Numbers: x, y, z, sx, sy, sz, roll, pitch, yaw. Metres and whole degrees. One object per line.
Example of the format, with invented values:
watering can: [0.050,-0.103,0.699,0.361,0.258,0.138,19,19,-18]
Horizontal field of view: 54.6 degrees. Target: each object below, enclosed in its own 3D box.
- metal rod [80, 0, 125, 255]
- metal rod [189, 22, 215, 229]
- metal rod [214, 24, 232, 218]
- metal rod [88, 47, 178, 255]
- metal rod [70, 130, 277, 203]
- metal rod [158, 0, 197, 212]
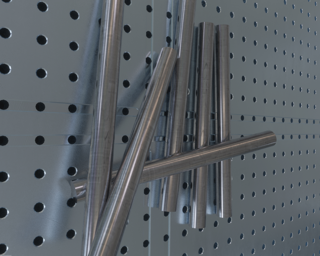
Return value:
metal rod: [-0.060,-0.013,0.334,0.025,0.025,0.299,12,75,-39]
metal rod: [0.062,-0.006,0.459,0.025,0.025,0.298,5,87,-40]
metal rod: [0.099,-0.010,0.490,0.025,0.025,0.298,-2,91,-40]
metal rod: [-0.024,0.022,0.340,0.025,0.025,0.300,40,51,-33]
metal rod: [0.038,0.042,0.403,0.302,0.025,0.025,-11,98,-28]
metal rod: [0.025,-0.038,0.428,0.025,0.025,0.299,10,84,-40]
